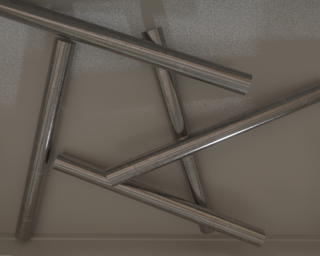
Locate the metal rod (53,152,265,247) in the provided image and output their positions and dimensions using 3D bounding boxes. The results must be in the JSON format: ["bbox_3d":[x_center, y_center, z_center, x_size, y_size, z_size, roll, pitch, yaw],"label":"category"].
[{"bbox_3d":[0.000,0.099,0.428,0.301,0.025,0.025,21,109,-1],"label":"metal rod"}]

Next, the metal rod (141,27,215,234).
[{"bbox_3d":[0.031,0.017,0.418,0.025,0.025,0.298,-15,110,5],"label":"metal rod"}]

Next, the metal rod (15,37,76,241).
[{"bbox_3d":[-0.160,0.028,0.419,0.025,0.025,0.298,17,109,-7],"label":"metal rod"}]

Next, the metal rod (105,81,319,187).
[{"bbox_3d":[0.076,0.006,0.393,0.301,0.025,0.025,-22,109,-1],"label":"metal rod"}]

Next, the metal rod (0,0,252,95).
[{"bbox_3d":[-0.044,-0.096,0.353,0.302,0.025,0.025,18,109,1],"label":"metal rod"}]
